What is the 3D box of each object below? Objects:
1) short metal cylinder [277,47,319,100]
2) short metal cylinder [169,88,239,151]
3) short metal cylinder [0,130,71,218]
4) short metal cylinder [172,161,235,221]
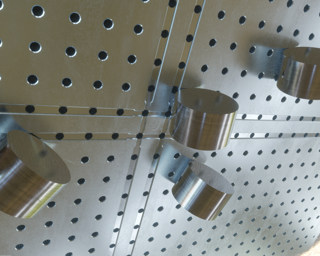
[{"bbox_3d":[0.215,-0.081,0.446,0.081,0.080,0.050,-14,124,-21],"label":"short metal cylinder"},{"bbox_3d":[0.055,-0.013,0.399,0.081,0.080,0.050,-6,121,-26],"label":"short metal cylinder"},{"bbox_3d":[-0.143,0.048,0.327,0.050,0.080,0.080,-46,130,3],"label":"short metal cylinder"},{"bbox_3d":[0.065,0.094,0.472,0.080,0.080,0.050,20,108,-36],"label":"short metal cylinder"}]
